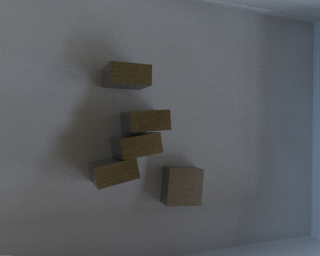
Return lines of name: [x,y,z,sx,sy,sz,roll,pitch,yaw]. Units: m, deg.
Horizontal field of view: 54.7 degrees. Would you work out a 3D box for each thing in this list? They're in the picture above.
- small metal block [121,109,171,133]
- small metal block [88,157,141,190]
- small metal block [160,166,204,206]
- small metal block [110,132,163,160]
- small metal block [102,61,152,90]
small metal block: [-0.019,-0.009,0.391,0.050,0.050,0.025,-4,92,-20]
small metal block: [-0.057,0.051,0.377,0.050,0.050,0.025,-12,95,-20]
small metal block: [0.030,0.079,0.423,0.050,0.025,0.050,5,88,-20]
small metal block: [-0.030,0.021,0.386,0.050,0.050,0.025,-9,93,-22]
small metal block: [-0.042,-0.063,0.383,0.050,0.050,0.025,1,90,-20]
